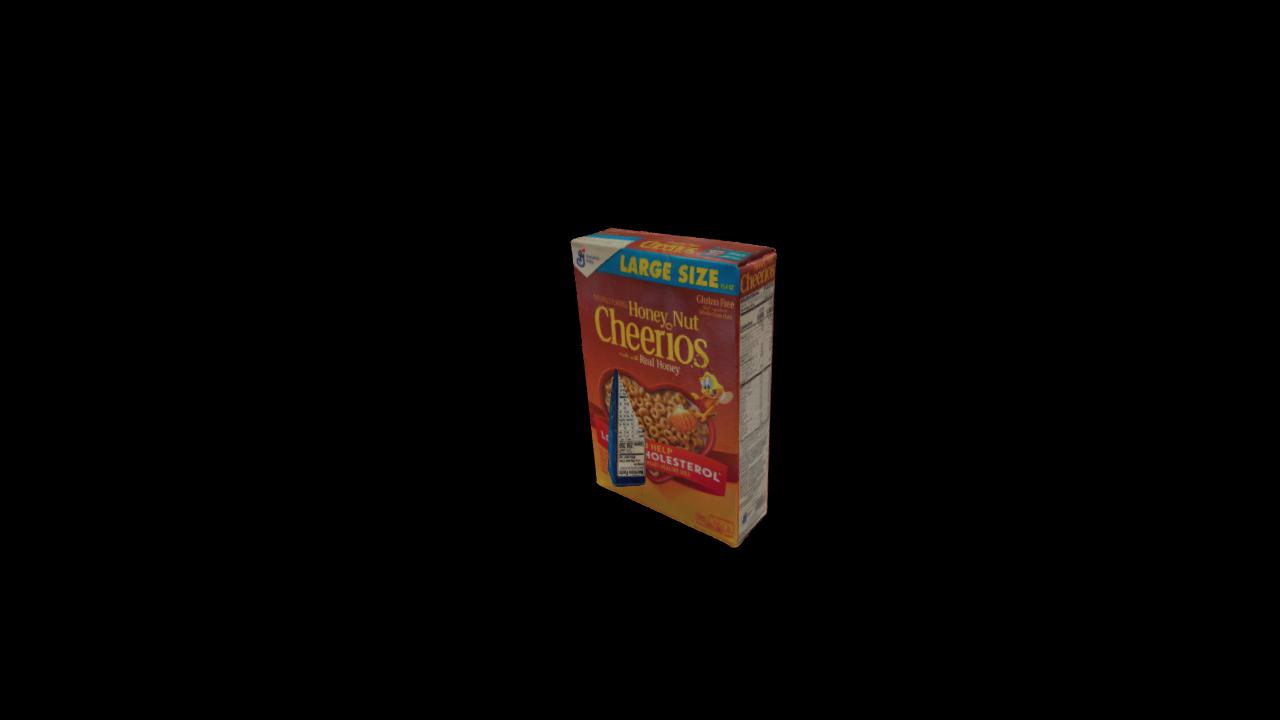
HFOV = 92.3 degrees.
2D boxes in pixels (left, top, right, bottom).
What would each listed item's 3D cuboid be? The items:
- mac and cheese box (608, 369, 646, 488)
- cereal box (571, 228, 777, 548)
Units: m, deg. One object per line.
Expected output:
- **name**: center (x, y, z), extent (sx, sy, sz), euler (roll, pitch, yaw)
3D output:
- **mac and cheese box**: center (-0.015, 0.040, 0.687), extent (0.041, 0.184, 0.093), euler (0, 3, -9)
- **cereal box**: center (0.034, 0.023, 0.648), extent (0.203, 0.306, 0.081), euler (17, 32, 36)
